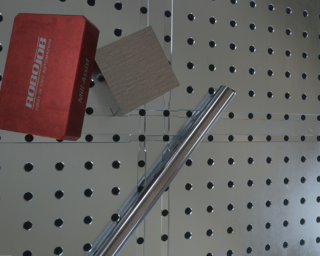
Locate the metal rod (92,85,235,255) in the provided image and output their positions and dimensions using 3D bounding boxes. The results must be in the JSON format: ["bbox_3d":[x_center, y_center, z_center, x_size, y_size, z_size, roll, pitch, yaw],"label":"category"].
[{"bbox_3d":[0.008,0.062,0.416,0.025,0.025,0.300,42,77,-16],"label":"metal rod"}]

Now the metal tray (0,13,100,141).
[{"bbox_3d":[-0.123,-0.056,0.339,0.090,0.030,0.129,8,86,16],"label":"metal tray"}]

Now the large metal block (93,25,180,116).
[{"bbox_3d":[-0.035,-0.069,0.387,0.080,0.050,0.080,-30,100,-18],"label":"large metal block"}]
